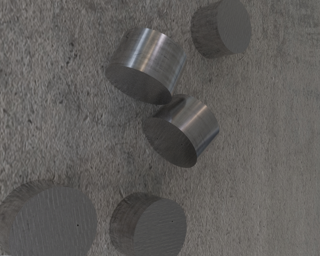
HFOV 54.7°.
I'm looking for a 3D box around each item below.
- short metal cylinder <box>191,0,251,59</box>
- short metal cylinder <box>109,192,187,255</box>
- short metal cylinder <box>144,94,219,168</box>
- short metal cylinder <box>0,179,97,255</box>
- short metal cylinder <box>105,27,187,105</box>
[{"bbox_3d":[0.092,-0.148,0.465,0.081,0.050,0.080,0,90,-40],"label":"short metal cylinder"},{"bbox_3d":[-0.014,0.122,0.377,0.081,0.050,0.080,0,90,-40],"label":"short metal cylinder"},{"bbox_3d":[0.027,0.004,0.391,0.050,0.080,0.080,-45,117,-31],"label":"short metal cylinder"},{"bbox_3d":[-0.109,0.093,0.298,0.081,0.050,0.080,0,90,-40],"label":"short metal cylinder"},{"bbox_3d":[-0.015,-0.068,0.356,0.080,0.080,0.050,35,69,-35],"label":"short metal cylinder"}]
